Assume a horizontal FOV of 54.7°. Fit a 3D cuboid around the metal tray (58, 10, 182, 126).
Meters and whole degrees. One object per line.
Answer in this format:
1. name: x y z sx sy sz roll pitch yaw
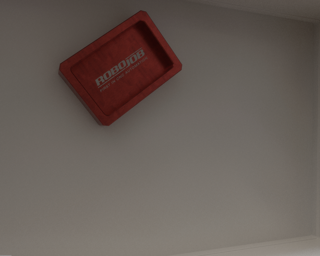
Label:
1. metal tray: -0.047 -0.074 0.390 0.131 0.030 0.090 -40 103 -16
